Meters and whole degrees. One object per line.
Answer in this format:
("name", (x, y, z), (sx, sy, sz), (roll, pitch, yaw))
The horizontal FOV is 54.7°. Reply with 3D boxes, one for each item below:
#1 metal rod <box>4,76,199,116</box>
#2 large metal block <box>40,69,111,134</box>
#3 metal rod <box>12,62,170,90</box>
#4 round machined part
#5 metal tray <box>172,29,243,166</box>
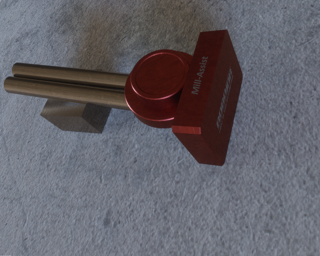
("metal rod", (-0.080, -0.041, 0.414), (0.301, 0.025, 0.025), (9, 66, 18))
("large metal block", (-0.120, -0.040, 0.470), (0.080, 0.050, 0.080), (4, 63, 29))
("metal rod", (-0.072, -0.065, 0.424), (0.301, 0.025, 0.025), (9, 65, 17))
("round machined part", (0.005, -0.052, 0.360), (0.098, 0.042, 0.098), (-6, 63, 13))
("metal tray", (0.059, -0.033, 0.351), (0.030, 0.090, 0.130), (4, 63, 30))
